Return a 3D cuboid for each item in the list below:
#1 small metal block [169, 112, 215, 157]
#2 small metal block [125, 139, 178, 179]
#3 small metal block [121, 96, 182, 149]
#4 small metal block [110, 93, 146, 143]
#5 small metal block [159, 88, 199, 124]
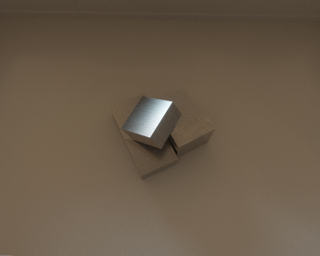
[{"bbox_3d":[0.037,0.010,0.391,0.050,0.050,0.025,-27,73,-10],"label":"small metal block"},{"bbox_3d":[-0.011,0.031,0.397,0.050,0.025,0.050,-24,72,-9],"label":"small metal block"},{"bbox_3d":[-0.010,-0.008,0.371,0.050,0.025,0.050,15,66,42],"label":"small metal block"},{"bbox_3d":[-0.032,-0.011,0.412,0.050,0.025,0.050,-24,72,-9],"label":"small metal block"},{"bbox_3d":[0.020,-0.019,0.415,0.050,0.025,0.050,-24,72,-9],"label":"small metal block"}]
